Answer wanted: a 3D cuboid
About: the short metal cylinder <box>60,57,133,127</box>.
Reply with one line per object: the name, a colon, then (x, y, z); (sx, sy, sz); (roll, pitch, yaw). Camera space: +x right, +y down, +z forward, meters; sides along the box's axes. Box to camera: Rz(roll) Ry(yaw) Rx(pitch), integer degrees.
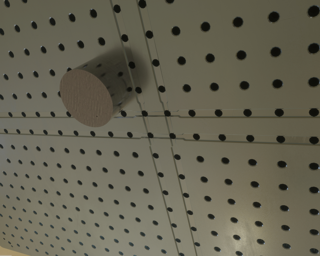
short metal cylinder: (-0.083, -0.048, 0.410); (0.080, 0.050, 0.080); (13, 124, 21)
